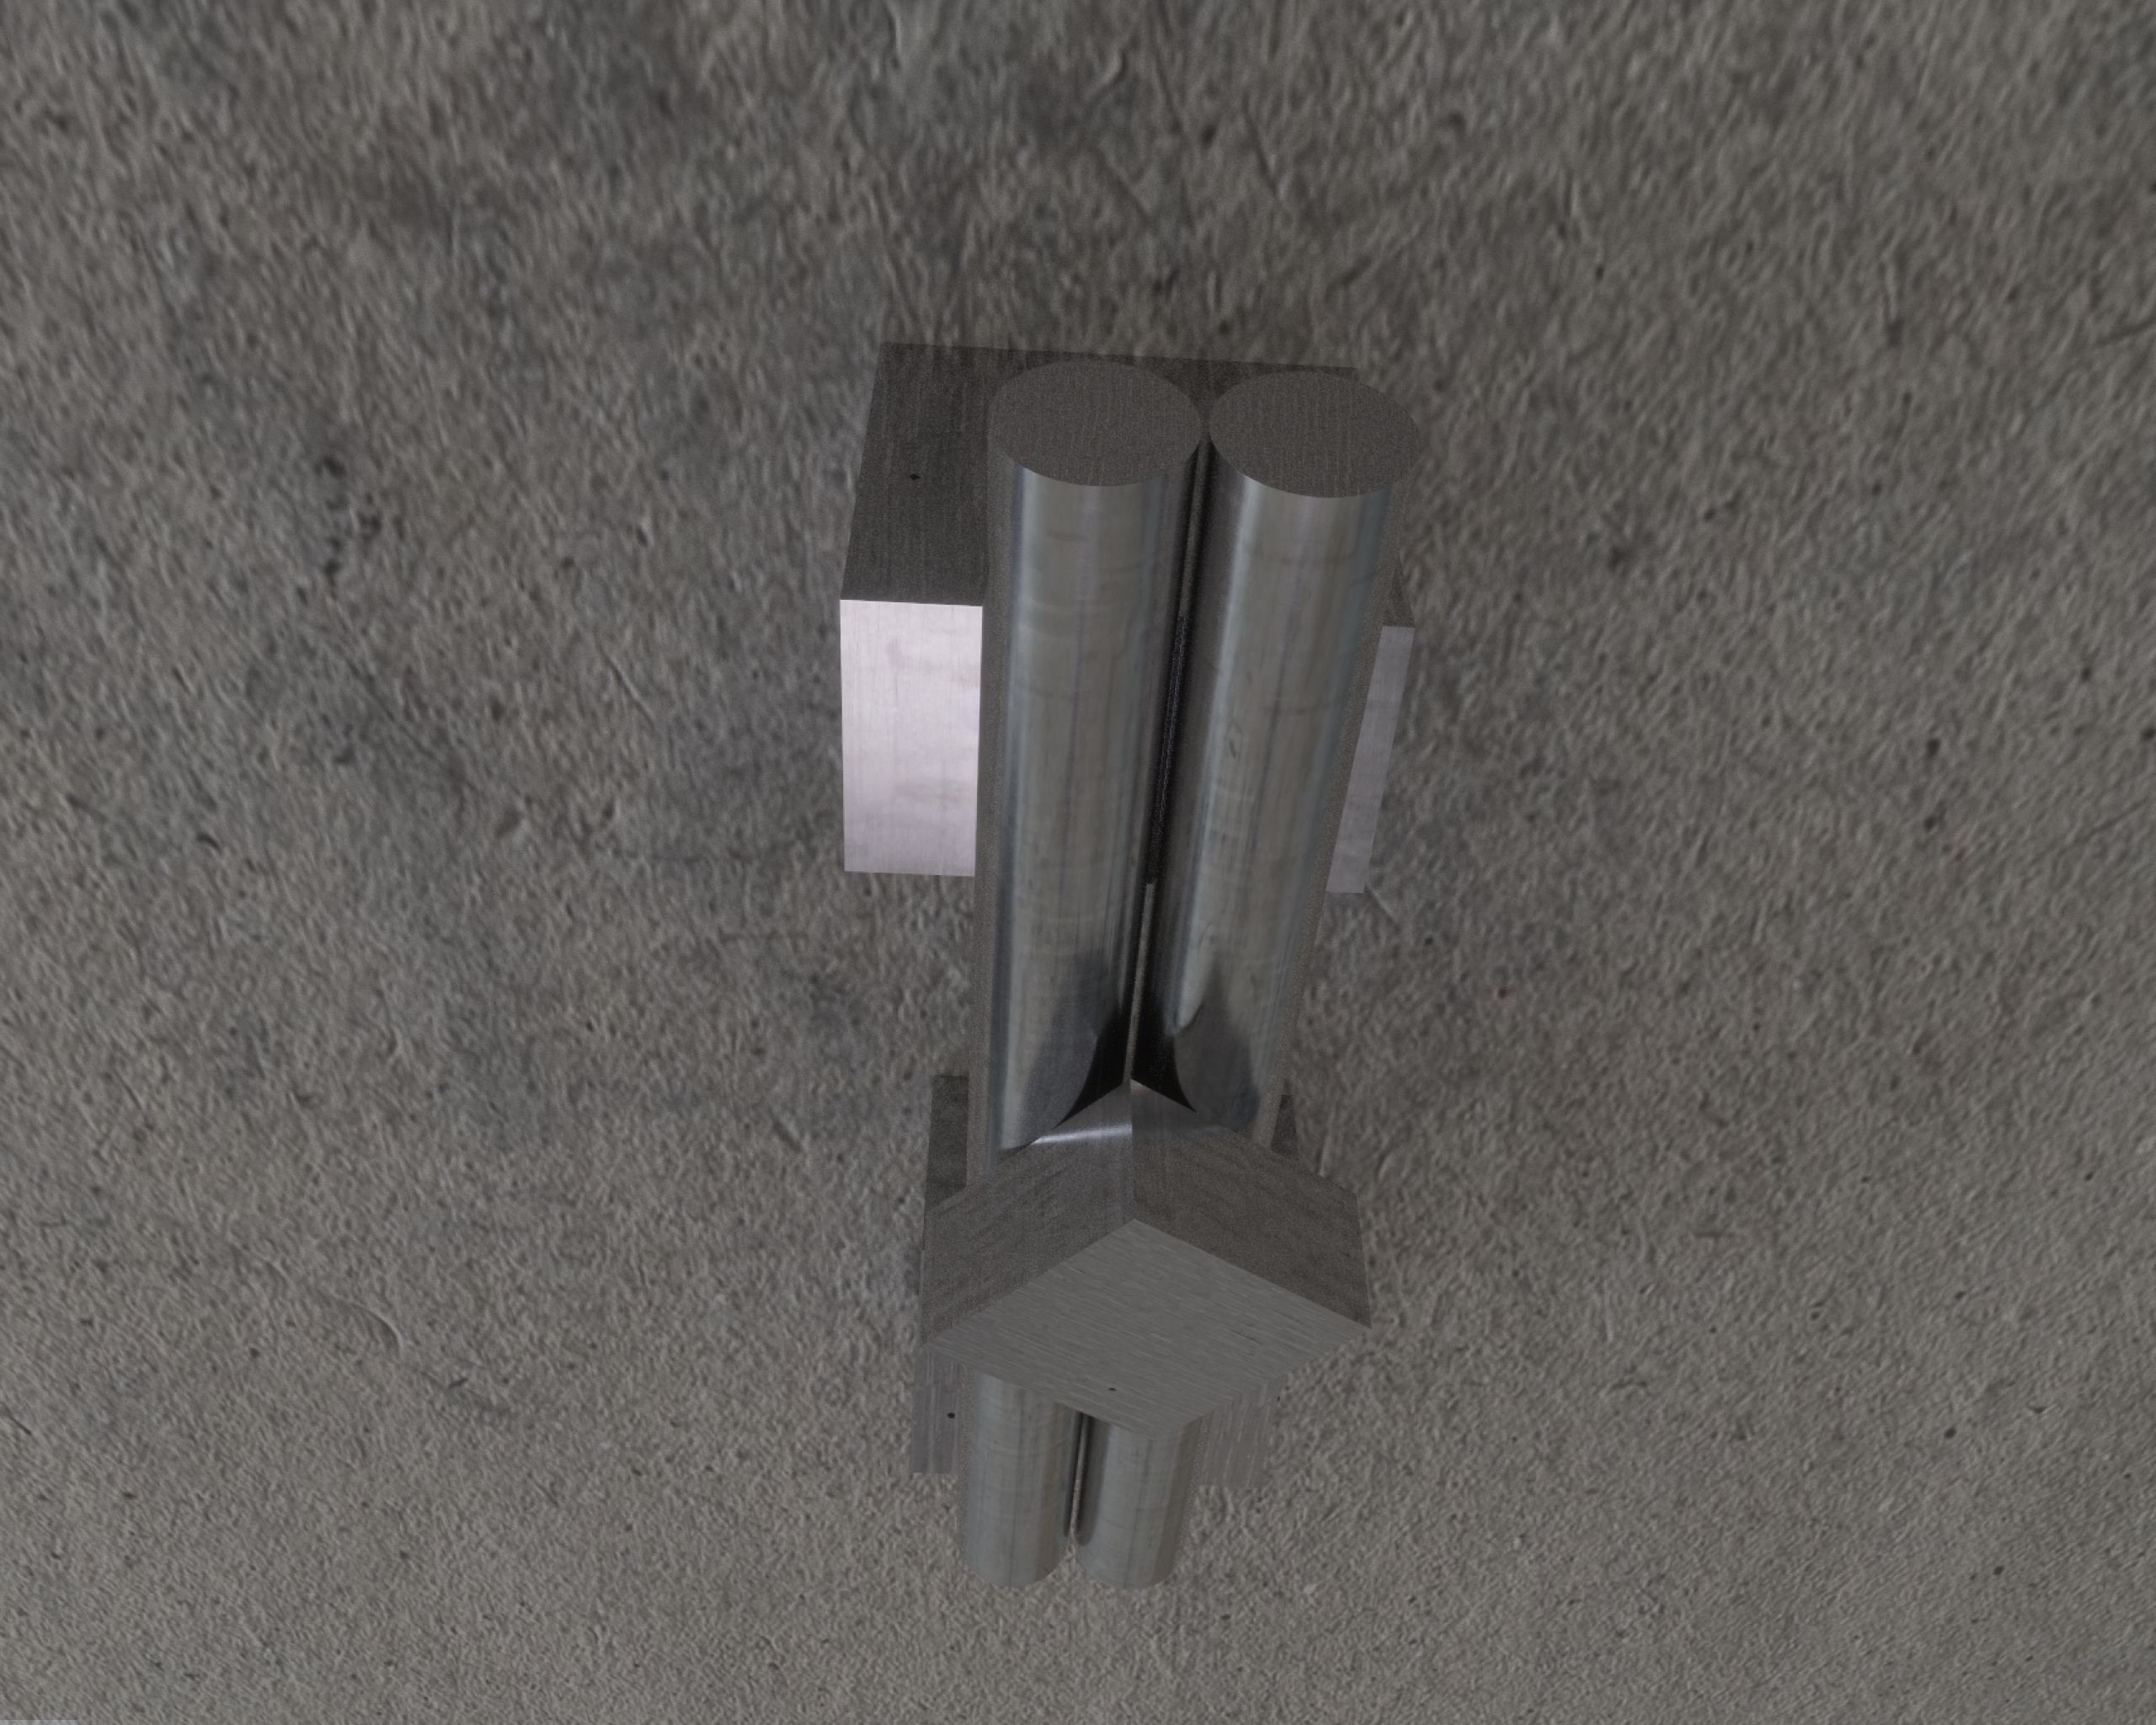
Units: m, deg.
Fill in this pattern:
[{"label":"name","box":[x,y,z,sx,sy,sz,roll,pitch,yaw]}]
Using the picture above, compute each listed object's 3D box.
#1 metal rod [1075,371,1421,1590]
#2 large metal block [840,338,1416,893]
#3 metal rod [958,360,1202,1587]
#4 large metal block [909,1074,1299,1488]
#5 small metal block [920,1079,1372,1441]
[{"label":"metal rod","box":[0.020,0.050,0.356,0.025,0.025,0.298,2,137,-2]},{"label":"large metal block","box":[0.006,-0.042,0.338,0.081,0.080,0.050,3,130,-3]},{"label":"metal rod","box":[-0.006,0.049,0.354,0.025,0.025,0.298,2,137,-2]},{"label":"large metal block","box":[0.005,0.096,0.473,0.081,0.050,0.079,4,130,-4]},{"label":"small metal block","box":[0.010,0.066,0.336,0.050,0.025,0.050,30,130,-30]}]
